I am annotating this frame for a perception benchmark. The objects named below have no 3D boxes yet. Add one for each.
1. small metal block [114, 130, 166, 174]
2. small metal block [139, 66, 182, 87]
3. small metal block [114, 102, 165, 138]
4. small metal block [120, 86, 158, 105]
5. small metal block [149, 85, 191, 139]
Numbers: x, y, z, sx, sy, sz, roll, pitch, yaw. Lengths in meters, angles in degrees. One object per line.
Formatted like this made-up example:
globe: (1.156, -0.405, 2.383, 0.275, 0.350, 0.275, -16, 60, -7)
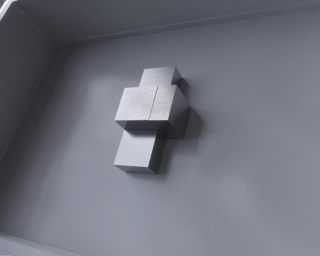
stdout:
small metal block: (-0.026, 0.030, 0.398, 0.050, 0.025, 0.050, 0, 62, 28)
small metal block: (-0.001, -0.058, 0.440, 0.050, 0.025, 0.050, 0, 62, 28)
small metal block: (-0.022, -0.009, 0.405, 0.050, 0.050, 0.025, 0, 62, 28)
small metal block: (-0.017, -0.031, 0.415, 0.050, 0.050, 0.025, 0, 62, 28)
small metal block: (0.014, -0.019, 0.392, 0.025, 0.050, 0.050, 0, 62, 28)
